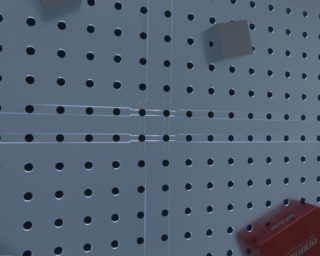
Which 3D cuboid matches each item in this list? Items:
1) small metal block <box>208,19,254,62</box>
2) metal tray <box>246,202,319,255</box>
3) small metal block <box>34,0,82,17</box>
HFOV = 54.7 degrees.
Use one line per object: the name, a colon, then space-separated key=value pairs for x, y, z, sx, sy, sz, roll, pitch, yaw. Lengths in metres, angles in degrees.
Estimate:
small metal block: x=0.104 y=-0.127 z=0.452 sx=0.050 sy=0.025 sz=0.050 roll=-14 pitch=95 yaw=-20
metal tray: x=0.208 y=0.188 z=0.489 sx=0.131 sy=0.030 sz=0.090 roll=-24 pitch=98 yaw=-19
small metal block: x=-0.127 y=-0.167 z=0.366 sx=0.050 sy=0.025 sz=0.050 roll=-29 pitch=100 yaw=-18
